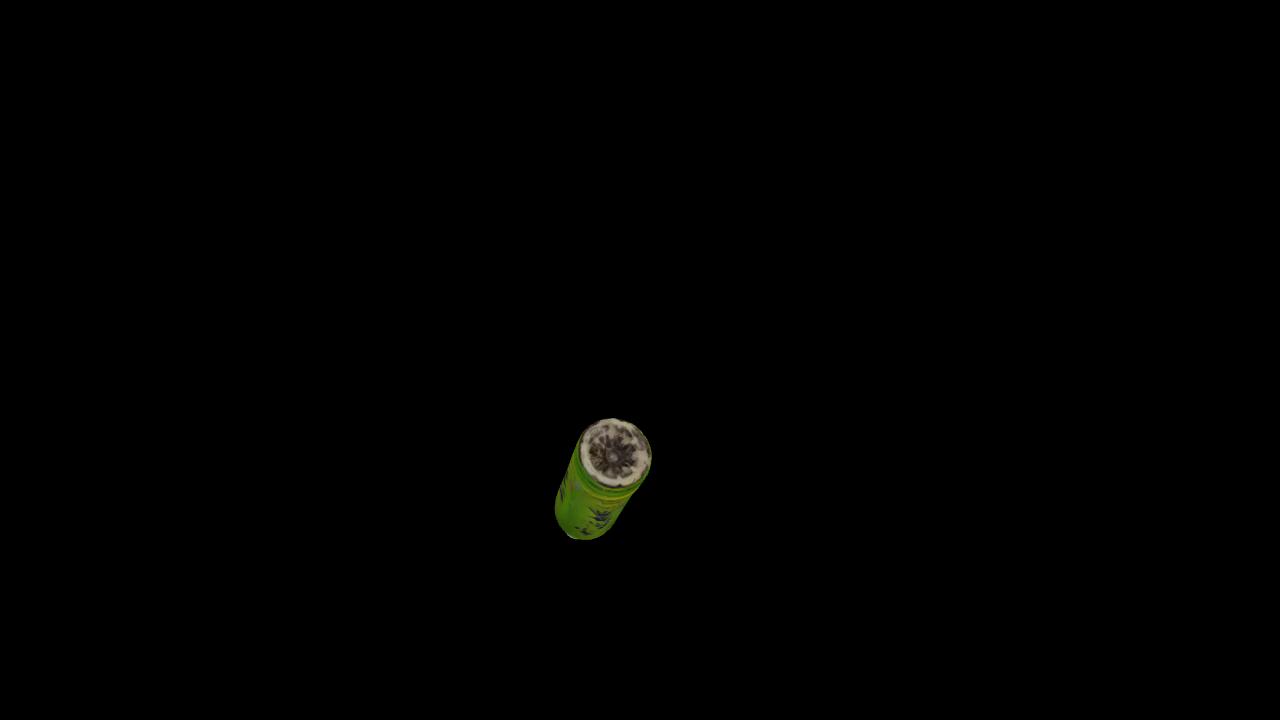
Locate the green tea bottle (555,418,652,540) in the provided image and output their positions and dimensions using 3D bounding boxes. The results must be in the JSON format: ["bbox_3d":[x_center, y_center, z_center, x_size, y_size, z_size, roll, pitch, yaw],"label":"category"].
[{"bbox_3d":[-0.046,0.134,0.619,0.073,0.073,0.212,0,-33,-15],"label":"green tea bottle"}]
